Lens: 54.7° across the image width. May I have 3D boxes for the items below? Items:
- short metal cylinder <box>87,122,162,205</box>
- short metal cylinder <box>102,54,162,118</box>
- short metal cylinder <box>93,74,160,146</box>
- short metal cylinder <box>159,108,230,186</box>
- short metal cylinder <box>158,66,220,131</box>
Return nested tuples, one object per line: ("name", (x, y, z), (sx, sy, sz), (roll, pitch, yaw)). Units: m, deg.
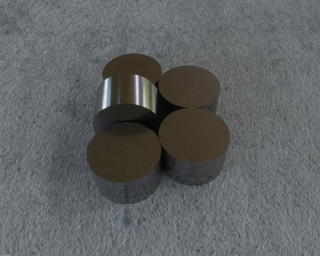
("short metal cylinder", (-0.038, 0.040, 0.354), (0.080, 0.050, 0.080), (0, 50, 1))
("short metal cylinder", (-0.037, -0.061, 0.439), (0.080, 0.050, 0.080), (0, 50, 1))
("short metal cylinder", (-0.041, -0.021, 0.386), (0.081, 0.080, 0.050), (-2, 50, -2))
("short metal cylinder", (0.039, 0.022, 0.369), (0.080, 0.050, 0.080), (0, 51, 1))
("short metal cylinder", (0.038, -0.040, 0.421), (0.080, 0.050, 0.080), (0, 51, 0))
